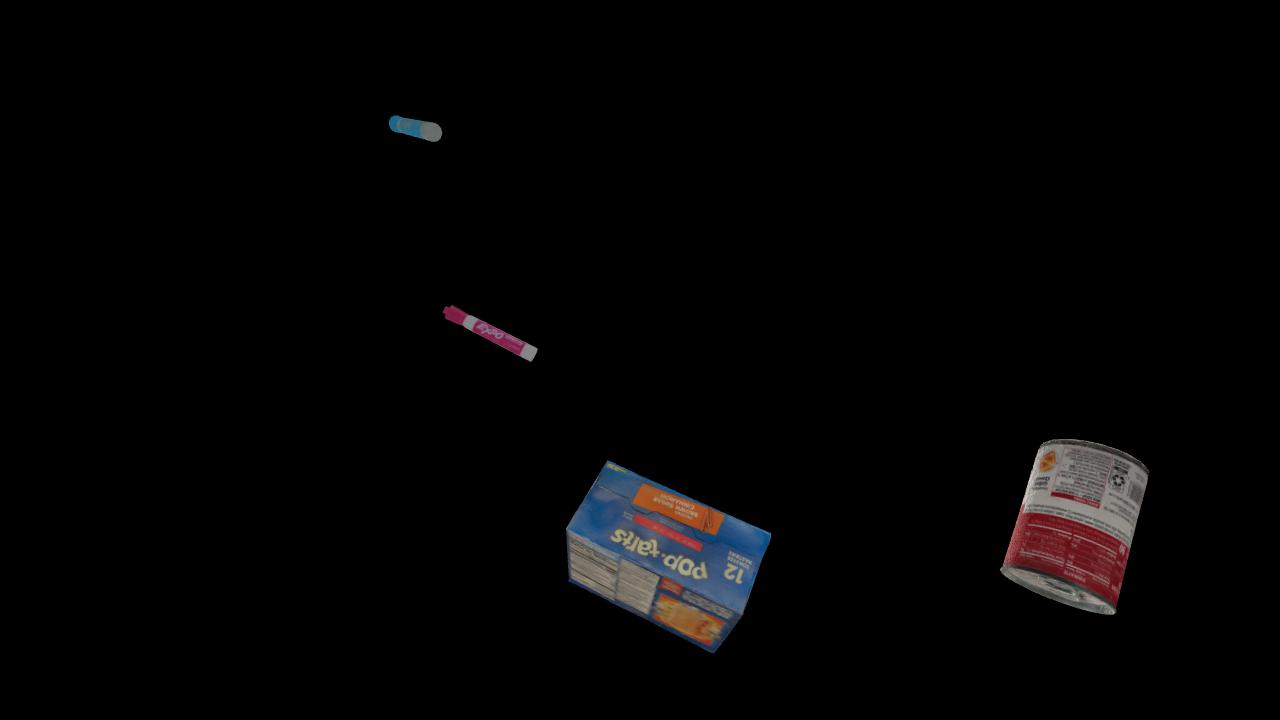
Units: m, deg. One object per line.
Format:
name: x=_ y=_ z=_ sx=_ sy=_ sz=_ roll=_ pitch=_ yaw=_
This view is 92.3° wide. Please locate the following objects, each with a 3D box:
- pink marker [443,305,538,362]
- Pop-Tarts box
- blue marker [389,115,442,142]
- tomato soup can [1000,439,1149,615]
pink marker: x=-0.181 y=-0.033 z=0.742 sx=0.121 sy=0.020 sz=0.020 roll=27 pitch=-2 yaw=-3
Pop-Tarts box: x=0.021 y=0.192 z=0.595 sx=0.167 sy=0.083 sz=0.141 roll=22 pitch=-36 yaw=11
blue marker: x=-0.248 y=-0.254 z=0.673 sx=0.020 sy=0.020 sz=0.121 roll=0 pitch=20 yaw=-40
tomato soup can: x=0.304 y=0.114 z=0.432 sx=0.068 sy=0.101 sz=0.068 roll=25 pitch=-15 yaw=7
